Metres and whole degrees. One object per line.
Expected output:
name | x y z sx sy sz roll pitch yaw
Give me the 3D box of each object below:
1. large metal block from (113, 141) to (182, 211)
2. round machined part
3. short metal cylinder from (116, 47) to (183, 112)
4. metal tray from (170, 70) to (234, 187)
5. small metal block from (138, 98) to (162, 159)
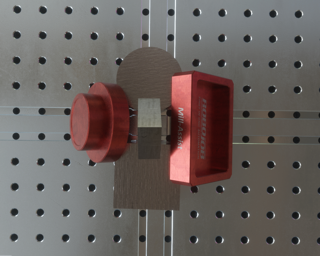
large metal block | -0.015 0.059 0.400 0.081 0.050 0.080 2 90 0
round machined part | -0.078 -0.007 0.372 0.042 0.098 0.097 1 90 -33
short metal cylinder | -0.012 -0.059 0.400 0.081 0.050 0.080 0 90 0
metal tray | 0.054 0.001 0.382 0.030 0.091 0.129 1 90 43
small metal block | -0.013 0.001 0.358 0.025 0.050 0.050 0 132 -3
